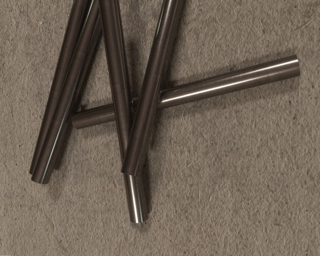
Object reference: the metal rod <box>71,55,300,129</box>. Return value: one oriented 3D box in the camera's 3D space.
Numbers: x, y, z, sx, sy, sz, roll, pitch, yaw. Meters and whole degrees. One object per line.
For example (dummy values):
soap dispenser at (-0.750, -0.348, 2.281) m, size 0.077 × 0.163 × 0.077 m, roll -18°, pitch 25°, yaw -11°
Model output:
metal rod at (0.018, -0.041, 0.401) m, size 0.301 × 0.025 × 0.025 m, roll -12°, pitch 86°, yaw 19°

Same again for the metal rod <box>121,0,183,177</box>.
metal rod at (-0.001, -0.088, 0.388) m, size 0.025 × 0.025 × 0.298 m, roll 12°, pitch 86°, yaw 19°

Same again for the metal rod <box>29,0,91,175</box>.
metal rod at (-0.144, -0.073, 0.458) m, size 0.025 × 0.025 × 0.298 m, roll 19°, pitch 96°, yaw 18°

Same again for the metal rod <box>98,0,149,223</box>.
metal rod at (-0.046, -0.024, 0.397) m, size 0.025 × 0.025 × 0.298 m, roll -4°, pitch 99°, yaw 19°

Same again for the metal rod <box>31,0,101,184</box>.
metal rod at (-0.124, -0.064, 0.442) m, size 0.025 × 0.025 × 0.298 m, roll 21°, pitch 93°, yaw 18°
